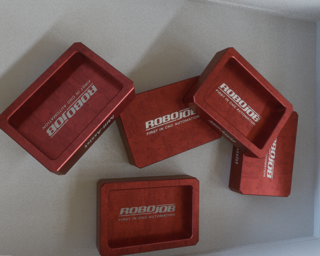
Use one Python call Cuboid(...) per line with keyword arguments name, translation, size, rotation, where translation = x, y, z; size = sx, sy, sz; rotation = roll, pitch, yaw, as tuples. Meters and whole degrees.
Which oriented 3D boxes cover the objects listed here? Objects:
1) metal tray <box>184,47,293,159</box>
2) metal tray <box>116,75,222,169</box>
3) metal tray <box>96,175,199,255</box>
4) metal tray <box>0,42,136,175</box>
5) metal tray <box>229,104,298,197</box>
Cuboid(name="metal tray", translation=(0.108, -0.031, 0.414), size=(0.130, 0.030, 0.090), rotation=(39, 78, -16))
Cuboid(name="metal tray", translation=(0.012, -0.011, 0.412), size=(0.131, 0.030, 0.090), rotation=(-19, 97, -19))
Cuboid(name="metal tray", translation=(-0.014, 0.110, 0.402), size=(0.131, 0.030, 0.089), rotation=(0, 90, -20))
Cuboid(name="metal tray", translation=(-0.102, -0.024, 0.351), size=(0.090, 0.030, 0.130), rotation=(38, 76, 9))
Cuboid(name="metal tray", translation=(0.156, 0.034, 0.465), size=(0.091, 0.030, 0.129), rotation=(8, 87, -20))
